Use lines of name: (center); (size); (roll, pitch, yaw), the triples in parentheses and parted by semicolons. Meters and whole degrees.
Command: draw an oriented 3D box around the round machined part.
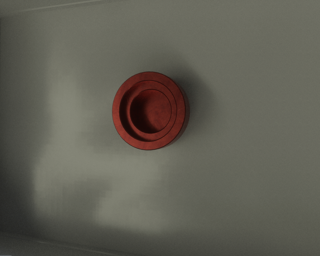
round machined part: (-0.009, -0.021, 0.402); (0.098, 0.042, 0.097); (0, 90, 20)
